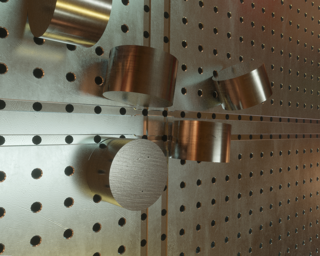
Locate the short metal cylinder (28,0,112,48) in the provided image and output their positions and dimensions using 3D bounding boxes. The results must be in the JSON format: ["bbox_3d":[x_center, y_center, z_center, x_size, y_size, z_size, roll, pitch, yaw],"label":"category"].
[{"bbox_3d":[-0.089,-0.123,0.300,0.050,0.080,0.079,2,89,-40],"label":"short metal cylinder"}]

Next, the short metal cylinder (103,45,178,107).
[{"bbox_3d":[-0.022,-0.056,0.357,0.081,0.080,0.050,13,82,-40],"label":"short metal cylinder"}]

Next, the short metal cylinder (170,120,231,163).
[{"bbox_3d":[0.055,0.019,0.422,0.081,0.080,0.050,7,86,-40],"label":"short metal cylinder"}]

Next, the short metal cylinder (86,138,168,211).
[{"bbox_3d":[-0.038,0.052,0.363,0.081,0.050,0.079,0,90,-40],"label":"short metal cylinder"}]

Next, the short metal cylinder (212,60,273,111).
[{"bbox_3d":[0.128,-0.068,0.484,0.081,0.080,0.050,-36,113,-34],"label":"short metal cylinder"}]
